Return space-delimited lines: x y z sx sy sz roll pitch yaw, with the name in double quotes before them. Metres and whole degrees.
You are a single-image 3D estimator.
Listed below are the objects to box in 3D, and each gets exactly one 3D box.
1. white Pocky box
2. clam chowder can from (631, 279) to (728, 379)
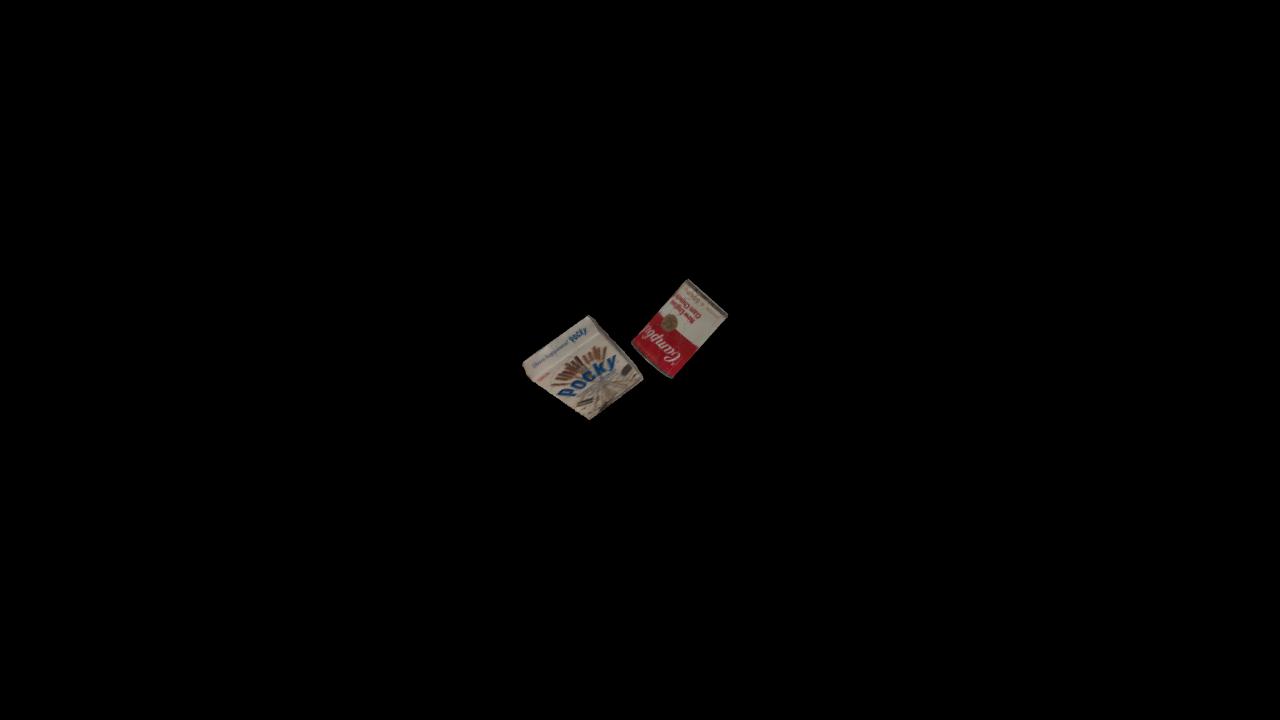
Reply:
"white Pocky box" -0.054 0.013 0.656 0.084 0.028 0.154 -36 -26 2
"clam chowder can" 0.047 -0.037 0.732 0.068 0.102 0.068 41 9 -8
